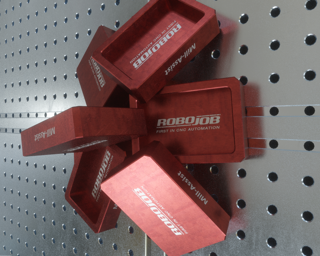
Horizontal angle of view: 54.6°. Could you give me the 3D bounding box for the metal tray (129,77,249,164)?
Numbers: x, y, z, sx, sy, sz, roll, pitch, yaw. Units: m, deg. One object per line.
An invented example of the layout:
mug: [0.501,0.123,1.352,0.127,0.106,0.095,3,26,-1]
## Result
metal tray: [0.031,-0.005,0.358,0.130,0.030,0.090,-4,87,22]

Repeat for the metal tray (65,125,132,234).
metal tray: [-0.084,0.068,0.437,0.090,0.030,0.129,33,111,35]

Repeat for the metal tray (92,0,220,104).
metal tray: [-0.006,-0.101,0.368,0.130,0.030,0.090,-45,57,-7]

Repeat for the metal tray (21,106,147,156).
metal tray: [-0.090,0.006,0.358,0.130,0.091,0.030,-16,80,43]

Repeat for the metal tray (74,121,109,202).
metal tray: [-0.096,0.052,0.487,0.090,0.030,0.129,-5,86,39]

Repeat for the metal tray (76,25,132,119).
metal tray: [-0.079,-0.078,0.451,0.090,0.030,0.130,-53,44,27]

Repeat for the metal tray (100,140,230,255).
metal tray: [0.005,0.086,0.359,0.090,0.030,0.130,-36,101,35]

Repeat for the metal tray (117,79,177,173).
metal tray: [-0.023,0.000,0.426,0.090,0.030,0.129,-6,84,38]
